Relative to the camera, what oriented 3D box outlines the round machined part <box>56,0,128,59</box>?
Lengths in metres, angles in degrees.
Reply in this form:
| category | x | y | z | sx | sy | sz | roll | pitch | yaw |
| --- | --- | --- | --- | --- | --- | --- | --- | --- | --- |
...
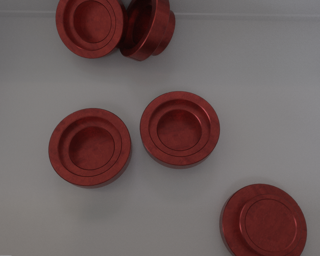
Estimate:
| category | x | y | z | sx | sy | sz | roll | pitch | yaw |
| --- | --- | --- | --- | --- | --- | --- | --- | --- | --- |
| round machined part | -0.092 | -0.149 | 0.437 | 0.098 | 0.042 | 0.097 | 3 | 107 | 11 |

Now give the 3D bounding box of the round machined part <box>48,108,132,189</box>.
| category | x | y | z | sx | sy | sz | roll | pitch | yaw |
| --- | --- | --- | --- | --- | --- | --- | --- | --- | --- |
| round machined part | -0.084 | 0.027 | 0.390 | 0.099 | 0.042 | 0.098 | 0 | 70 | 0 |

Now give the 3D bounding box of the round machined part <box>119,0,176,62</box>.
| category | x | y | z | sx | sy | sz | roll | pitch | yaw |
| --- | --- | --- | --- | --- | --- | --- | --- | --- | --- |
| round machined part | -0.015 | -0.140 | 0.432 | 0.042 | 0.098 | 0.098 | 14 | 66 | -34 |

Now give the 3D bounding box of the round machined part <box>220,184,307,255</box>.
| category | x | y | z | sx | sy | sz | roll | pitch | yaw |
| --- | --- | --- | --- | --- | --- | --- | --- | --- | --- |
| round machined part | 0.122 | 0.113 | 0.360 | 0.099 | 0.042 | 0.098 | 0 | 70 | 0 |

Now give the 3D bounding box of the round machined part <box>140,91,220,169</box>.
| category | x | y | z | sx | sy | sz | roll | pitch | yaw |
| --- | --- | --- | --- | --- | --- | --- | --- | --- | --- |
| round machined part | 0.024 | 0.005 | 0.399 | 0.099 | 0.042 | 0.098 | 0 | 70 | 0 |
